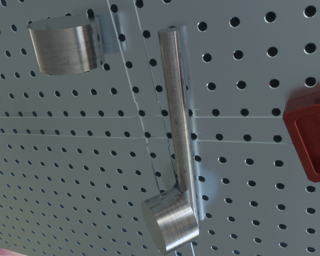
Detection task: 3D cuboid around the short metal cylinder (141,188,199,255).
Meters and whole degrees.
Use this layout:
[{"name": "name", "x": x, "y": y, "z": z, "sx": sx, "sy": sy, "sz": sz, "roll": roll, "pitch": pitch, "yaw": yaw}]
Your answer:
[{"name": "short metal cylinder", "x": 0.013, "y": 0.133, "z": 0.444, "sx": 0.080, "sy": 0.050, "sz": 0.079, "roll": 52, "pitch": 154, "yaw": 41}]

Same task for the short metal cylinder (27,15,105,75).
[{"name": "short metal cylinder", "x": -0.109, "y": -0.101, "z": 0.369, "sx": 0.080, "sy": 0.080, "sz": 0.050, "roll": 10, "pitch": 123, "yaw": 22}]

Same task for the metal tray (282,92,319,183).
[{"name": "metal tray", "x": 0.201, "y": 0.001, "z": 0.302, "sx": 0.130, "sy": 0.030, "sz": 0.090, "roll": -17, "pitch": 110, "yaw": 34}]

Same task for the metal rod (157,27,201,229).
[{"name": "metal rod", "x": 0.030, "y": 0.023, "z": 0.408, "sx": 0.025, "sy": 0.025, "sz": 0.298, "roll": 5, "pitch": 121, "yaw": 25}]
